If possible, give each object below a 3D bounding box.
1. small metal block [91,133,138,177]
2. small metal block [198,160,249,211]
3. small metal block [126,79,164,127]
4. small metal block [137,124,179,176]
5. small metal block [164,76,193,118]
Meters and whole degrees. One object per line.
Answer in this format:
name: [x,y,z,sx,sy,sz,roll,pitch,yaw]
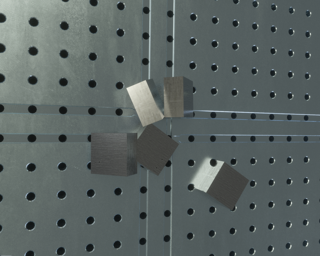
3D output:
small metal block: [-0.056,0.031,0.377,0.050,0.025,0.050,0,90,24]
small metal block: [0.092,0.082,0.446,0.050,0.025,0.050,36,78,-17]
small metal block: [-0.015,-0.033,0.390,0.025,0.050,0.050,-21,97,11]
small metal block: [-0.012,0.027,0.408,0.050,0.025,0.050,37,78,-17]
small metal block: [0.025,-0.039,0.406,0.025,0.050,0.050,-1,91,20]
